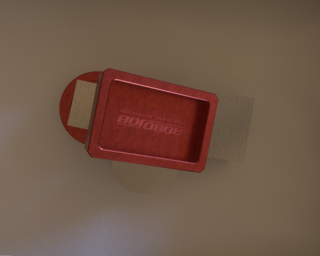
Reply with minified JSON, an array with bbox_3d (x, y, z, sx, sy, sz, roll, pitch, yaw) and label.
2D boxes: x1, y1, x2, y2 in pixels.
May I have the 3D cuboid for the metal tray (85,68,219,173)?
[{"bbox_3d":[-0.007,-0.005,0.337,0.131,0.030,0.089,11,90,-20],"label":"metal tray"}]

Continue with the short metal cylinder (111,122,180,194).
[{"bbox_3d":[-0.020,0.034,0.385,0.081,0.050,0.079,-3,104,-12],"label":"short metal cylinder"}]

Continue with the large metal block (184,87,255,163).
[{"bbox_3d":[0.068,-0.004,0.397,0.080,0.050,0.080,10,90,-1],"label":"large metal block"}]

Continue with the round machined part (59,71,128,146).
[{"bbox_3d":[-0.081,-0.025,0.400,0.099,0.042,0.097,0,90,-1],"label":"round machined part"}]

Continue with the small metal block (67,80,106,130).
[{"bbox_3d":[-0.081,-0.025,0.354,0.025,0.050,0.050,12,90,0],"label":"small metal block"}]
